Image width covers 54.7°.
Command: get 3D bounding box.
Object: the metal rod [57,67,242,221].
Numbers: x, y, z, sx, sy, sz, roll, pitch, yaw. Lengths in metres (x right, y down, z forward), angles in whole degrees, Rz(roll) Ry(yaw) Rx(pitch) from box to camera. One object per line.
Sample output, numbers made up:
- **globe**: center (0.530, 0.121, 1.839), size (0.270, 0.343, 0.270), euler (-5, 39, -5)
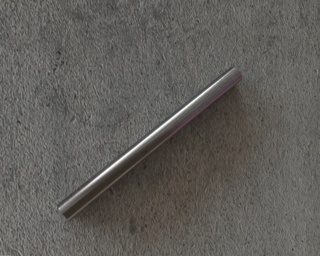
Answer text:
- **metal rod**: center (-0.002, 0.011, 0.411), size (0.301, 0.025, 0.025), euler (-39, 103, -16)
